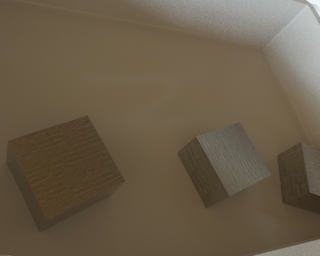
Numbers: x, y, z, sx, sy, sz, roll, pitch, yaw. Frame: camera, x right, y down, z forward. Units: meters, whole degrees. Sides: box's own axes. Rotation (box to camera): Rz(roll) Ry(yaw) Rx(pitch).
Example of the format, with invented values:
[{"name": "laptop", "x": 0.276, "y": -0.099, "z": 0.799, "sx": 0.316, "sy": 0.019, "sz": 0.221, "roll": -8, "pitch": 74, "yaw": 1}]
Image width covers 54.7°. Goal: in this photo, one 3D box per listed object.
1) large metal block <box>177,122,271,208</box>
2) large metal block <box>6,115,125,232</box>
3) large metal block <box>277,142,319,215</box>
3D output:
[{"name": "large metal block", "x": 0.083, "y": 0.047, "z": 0.406, "sx": 0.081, "sy": 0.050, "sz": 0.080, "roll": -16, "pitch": 70, "yaw": -34}, {"name": "large metal block", "x": -0.096, "y": 0.044, "z": 0.311, "sx": 0.081, "sy": 0.050, "sz": 0.080, "roll": -22, "pitch": 74, "yaw": -36}, {"name": "large metal block", "x": 0.230, "y": 0.078, "z": 0.466, "sx": 0.080, "sy": 0.050, "sz": 0.080, "roll": 20, "pitch": 54, "yaw": -17}]
